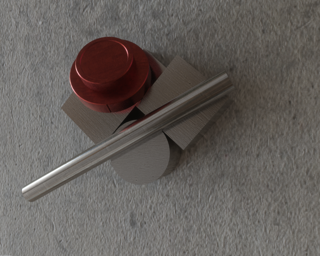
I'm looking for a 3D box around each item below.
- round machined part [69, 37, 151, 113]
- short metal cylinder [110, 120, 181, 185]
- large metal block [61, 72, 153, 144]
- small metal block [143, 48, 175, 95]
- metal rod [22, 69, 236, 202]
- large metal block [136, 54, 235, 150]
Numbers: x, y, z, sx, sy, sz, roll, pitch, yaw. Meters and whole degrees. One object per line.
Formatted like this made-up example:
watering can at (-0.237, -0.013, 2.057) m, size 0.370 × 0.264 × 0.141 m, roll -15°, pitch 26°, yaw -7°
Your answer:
round machined part at (-0.062, -0.071, 0.375) m, size 0.099 × 0.042 × 0.098 m, roll -3°, pitch 64°, yaw 6°
short metal cylinder at (-0.018, 0.029, 0.402) m, size 0.080 × 0.050 × 0.079 m, roll 0°, pitch 90°, yaw 19°
large metal block at (-0.071, -0.029, 0.420) m, size 0.080 × 0.050 × 0.080 m, roll 44°, pitch 103°, yaw 14°
small metal block at (-0.015, -0.069, 0.414) m, size 0.050 × 0.025 × 0.050 m, roll 44°, pitch 103°, yaw 14°
metal rod at (-0.050, 0.018, 0.374) m, size 0.300 × 0.025 × 0.025 m, roll -29°, pitch 81°, yaw 17°
large metal block at (0.032, -0.031, 0.385) m, size 0.080 × 0.050 × 0.080 m, roll 43°, pitch 103°, yaw 14°
